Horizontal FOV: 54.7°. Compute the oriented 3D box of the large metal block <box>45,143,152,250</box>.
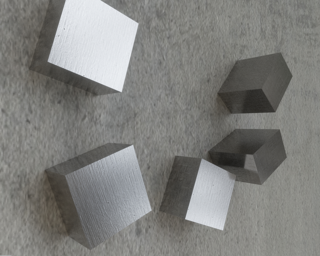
[{"bbox_3d":[-0.065,0.068,0.336,0.081,0.050,0.080,-24,105,-38],"label":"large metal block"}]

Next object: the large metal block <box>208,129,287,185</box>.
[{"bbox_3d":[0.138,0.041,0.488,0.081,0.080,0.050,-32,111,-36],"label":"large metal block"}]

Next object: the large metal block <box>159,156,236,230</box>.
[{"bbox_3d":[0.055,0.091,0.437,0.080,0.050,0.080,28,72,-37],"label":"large metal block"}]

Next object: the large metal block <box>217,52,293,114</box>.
[{"bbox_3d":[0.154,-0.070,0.501,0.050,0.080,0.080,49,61,-29],"label":"large metal block"}]

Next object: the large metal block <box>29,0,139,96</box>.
[{"bbox_3d":[-0.078,-0.087,0.325,0.080,0.050,0.080,20,77,-39],"label":"large metal block"}]
